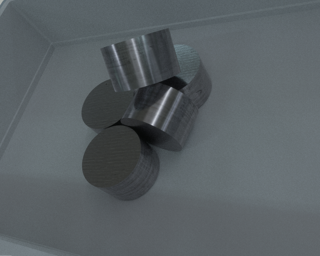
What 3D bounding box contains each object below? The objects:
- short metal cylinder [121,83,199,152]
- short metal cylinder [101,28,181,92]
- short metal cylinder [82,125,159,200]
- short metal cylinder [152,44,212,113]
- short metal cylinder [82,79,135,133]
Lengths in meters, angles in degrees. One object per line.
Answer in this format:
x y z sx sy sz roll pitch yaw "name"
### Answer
0.000 -0.012 0.376 0.080 0.080 0.050 14 69 33 "short metal cylinder"
-0.022 -0.078 0.355 0.080 0.050 0.080 -15 16 5 "short metal cylinder"
-0.048 0.044 0.384 0.080 0.050 0.080 -13 56 20 "short metal cylinder"
0.023 -0.064 0.414 0.080 0.050 0.080 -13 56 20 "short metal cylinder"
-0.060 -0.022 0.430 0.080 0.050 0.080 -13 56 20 "short metal cylinder"
